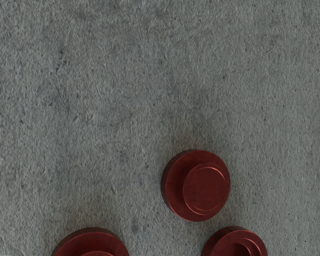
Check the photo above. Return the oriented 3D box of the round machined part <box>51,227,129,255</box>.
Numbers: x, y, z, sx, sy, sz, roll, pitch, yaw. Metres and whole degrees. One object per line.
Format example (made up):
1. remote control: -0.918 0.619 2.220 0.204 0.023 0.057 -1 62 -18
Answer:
1. round machined part: -0.082 0.174 0.370 0.099 0.042 0.097 0 90 -20

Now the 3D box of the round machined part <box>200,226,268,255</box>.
1. round machined part: 0.099 0.186 0.437 0.099 0.042 0.097 0 90 -20

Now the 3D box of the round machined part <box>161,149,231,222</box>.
1. round machined part: 0.054 0.079 0.420 0.099 0.042 0.097 0 90 -20
